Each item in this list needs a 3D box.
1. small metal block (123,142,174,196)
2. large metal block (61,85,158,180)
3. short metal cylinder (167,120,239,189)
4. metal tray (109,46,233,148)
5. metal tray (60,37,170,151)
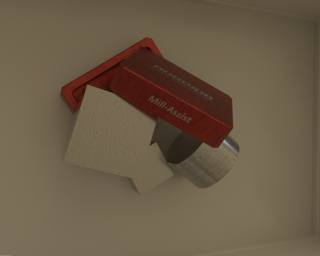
[{"bbox_3d":[-0.018,0.052,0.403,0.050,0.025,0.050,-31,100,-18],"label":"small metal block"},{"bbox_3d":[-0.056,0.006,0.342,0.081,0.050,0.080,17,84,-20],"label":"large metal block"},{"bbox_3d":[0.055,0.031,0.402,0.050,0.080,0.080,41,77,-16],"label":"short metal cylinder"},{"bbox_3d":[0.019,-0.039,0.351,0.130,0.090,0.030,29,119,-4],"label":"metal tray"},{"bbox_3d":[-0.045,-0.043,0.390,0.131,0.030,0.090,-36,102,-17],"label":"metal tray"}]
